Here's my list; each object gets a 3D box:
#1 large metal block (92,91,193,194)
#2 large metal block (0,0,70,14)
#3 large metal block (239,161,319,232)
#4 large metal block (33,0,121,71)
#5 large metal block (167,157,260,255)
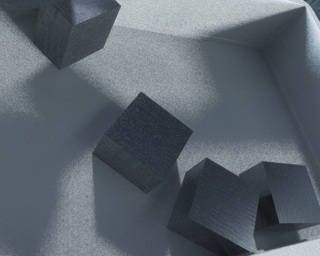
[{"bbox_3d":[-0.019,0.017,0.370,0.080,0.050,0.080,37,51,-4],"label":"large metal block"},{"bbox_3d":[-0.132,-0.176,0.326,0.080,0.050,0.080,-14,64,-2],"label":"large metal block"},{"bbox_3d":[0.164,0.095,0.423,0.081,0.050,0.080,8,58,-25],"label":"large metal block"},{"bbox_3d":[-0.106,-0.131,0.394,0.050,0.080,0.080,46,51,3],"label":"large metal block"},{"bbox_3d":[0.066,0.095,0.369,0.080,0.050,0.080,31,52,-9],"label":"large metal block"}]
